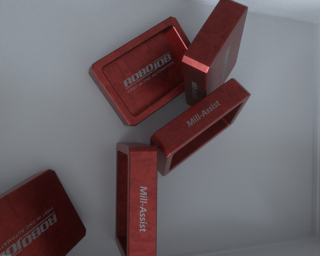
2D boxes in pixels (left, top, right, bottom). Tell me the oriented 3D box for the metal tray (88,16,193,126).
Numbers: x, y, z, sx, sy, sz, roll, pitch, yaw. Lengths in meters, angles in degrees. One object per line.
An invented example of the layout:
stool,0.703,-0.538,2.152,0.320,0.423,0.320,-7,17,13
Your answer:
metal tray,-0.013,-0.073,0.403,0.131,0.030,0.090,-37,102,-17

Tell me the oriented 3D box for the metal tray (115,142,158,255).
metal tray,-0.030,0.084,0.364,0.030,0.090,0.129,1,90,-17

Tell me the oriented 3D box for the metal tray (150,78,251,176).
metal tray,0.047,0.001,0.393,0.131,0.090,0.030,-35,73,-17

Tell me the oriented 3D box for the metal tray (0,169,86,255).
metal tray,-0.143,0.110,0.313,0.090,0.030,0.131,65,31,-8

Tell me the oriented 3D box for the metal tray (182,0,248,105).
metal tray,0.066,-0.082,0.382,0.030,0.130,0.090,30,79,15
